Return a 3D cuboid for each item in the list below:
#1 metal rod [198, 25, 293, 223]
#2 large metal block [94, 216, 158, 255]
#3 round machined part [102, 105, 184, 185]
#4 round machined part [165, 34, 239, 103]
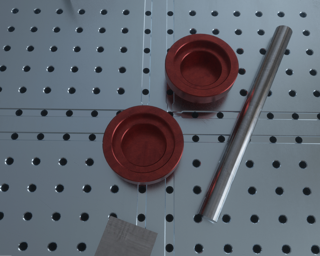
[{"bbox_3d":[0.122,-0.018,0.419,0.025,0.025,0.300,24,72,8],"label":"metal rod"},{"bbox_3d":[-0.039,0.144,0.330,0.050,0.080,0.080,19,71,6],"label":"large metal block"},{"bbox_3d":[-0.020,0.024,0.394,0.099,0.042,0.098,0,70,0],"label":"round machined part"},{"bbox_3d":[0.056,-0.078,0.432,0.099,0.042,0.098,0,70,0],"label":"round machined part"}]
